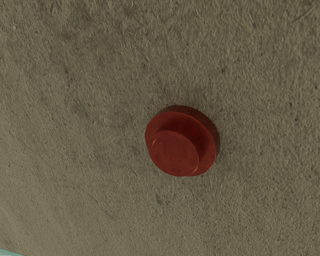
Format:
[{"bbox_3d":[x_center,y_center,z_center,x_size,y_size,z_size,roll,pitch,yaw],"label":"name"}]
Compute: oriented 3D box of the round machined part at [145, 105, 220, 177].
[{"bbox_3d":[0.024,0.023,0.398,0.098,0.042,0.097,13,124,21],"label":"round machined part"}]
